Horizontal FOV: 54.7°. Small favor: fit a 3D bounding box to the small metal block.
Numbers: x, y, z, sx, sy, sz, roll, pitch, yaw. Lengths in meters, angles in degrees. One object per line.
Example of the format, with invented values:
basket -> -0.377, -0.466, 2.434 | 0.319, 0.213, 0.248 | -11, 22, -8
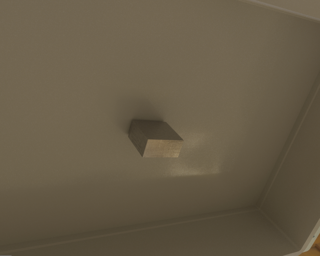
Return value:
small metal block -> -0.006, 0.013, 0.394 | 0.050, 0.050, 0.025 | 3, 117, -30
